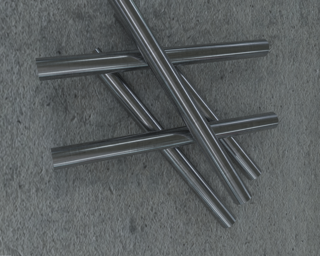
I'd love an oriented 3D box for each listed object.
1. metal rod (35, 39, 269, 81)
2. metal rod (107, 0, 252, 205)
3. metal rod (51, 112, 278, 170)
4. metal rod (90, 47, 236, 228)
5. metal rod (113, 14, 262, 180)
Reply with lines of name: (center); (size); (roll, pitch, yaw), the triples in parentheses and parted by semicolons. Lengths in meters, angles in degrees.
metal rod: (0.007, -0.089, 0.387); (0.303, 0.025, 0.025); (-10, 94, -20)
metal rod: (0.027, -0.032, 0.368); (0.025, 0.025, 0.299); (-37, 102, -17)
metal rod: (0.022, 0.011, 0.393); (0.303, 0.025, 0.025); (-9, 93, -20)
metal rod: (0.007, 0.022, 0.413); (0.025, 0.025, 0.300); (-43, 104, -15)
metal rod: (0.046, -0.040, 0.428); (0.025, 0.025, 0.300); (-45, 104, -15)
